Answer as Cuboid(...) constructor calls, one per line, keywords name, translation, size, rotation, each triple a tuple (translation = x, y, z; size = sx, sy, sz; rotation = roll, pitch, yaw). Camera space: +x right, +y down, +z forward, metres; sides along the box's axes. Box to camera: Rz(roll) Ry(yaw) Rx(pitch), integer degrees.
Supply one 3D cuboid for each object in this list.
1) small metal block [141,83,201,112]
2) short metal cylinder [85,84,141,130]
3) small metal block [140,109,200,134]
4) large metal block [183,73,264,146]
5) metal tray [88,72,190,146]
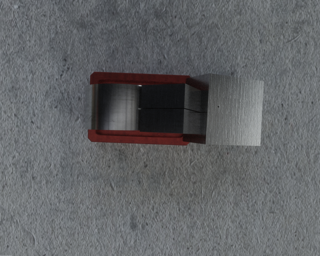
Cuboid(name="small metal block", translation=(0.013, -0.033, 0.346), size=(0.050, 0.050, 0.025), rotation=(2, 89, 26))
Cuboid(name="short metal cylinder", translation=(-0.048, -0.023, 0.370), size=(0.081, 0.080, 0.050), rotation=(1, 90, 0))
Cuboid(name="small metal block", translation=(0.012, -0.007, 0.346), size=(0.050, 0.050, 0.025), rotation=(2, 89, 26))
Cuboid(name="large metal block", translation=(0.078, -0.020, 0.385), size=(0.081, 0.050, 0.080), rotation=(3, 90, -26))
Cuboid(name="metal tray", translation=(-0.025, -0.025, 0.408), size=(0.131, 0.030, 0.089), rotation=(2, 90, 0))
